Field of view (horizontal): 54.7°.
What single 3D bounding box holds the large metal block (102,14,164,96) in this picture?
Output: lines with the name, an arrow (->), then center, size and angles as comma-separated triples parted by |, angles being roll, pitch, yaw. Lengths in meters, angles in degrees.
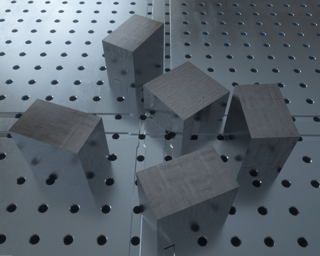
large metal block -> -0.037, -0.110, 0.464 | 0.050, 0.080, 0.080 | 25, 54, 19

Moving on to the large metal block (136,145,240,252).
large metal block -> 0.025, 0.072, 0.312 | 0.081, 0.080, 0.050 | -18, 53, -15

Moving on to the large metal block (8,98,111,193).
large metal block -> -0.109, 0.021, 0.353 | 0.080, 0.080, 0.050 | 16, 52, 13

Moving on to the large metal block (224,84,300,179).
large metal block -> 0.115, 0.004, 0.370 | 0.050, 0.080, 0.080 | -2, 50, -2

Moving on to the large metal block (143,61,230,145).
large metal block -> 0.034, -0.036, 0.422 | 0.081, 0.050, 0.080 | -32, 57, -24
